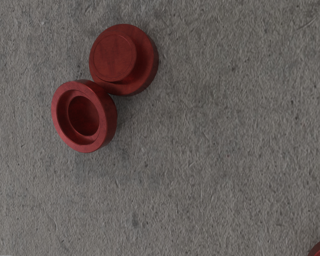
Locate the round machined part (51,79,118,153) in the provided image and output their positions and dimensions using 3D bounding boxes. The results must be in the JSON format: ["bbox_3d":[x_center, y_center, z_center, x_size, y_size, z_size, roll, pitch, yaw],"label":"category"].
[{"bbox_3d":[-0.098,-0.018,0.424,0.098,0.042,0.097,10,110,28],"label":"round machined part"}]

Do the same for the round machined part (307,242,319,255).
[{"bbox_3d":[0.206,0.159,0.327,0.098,0.042,0.097,0,90,20],"label":"round machined part"}]

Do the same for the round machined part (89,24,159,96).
[{"bbox_3d":[-0.055,-0.093,0.419,0.098,0.042,0.097,0,90,20],"label":"round machined part"}]
